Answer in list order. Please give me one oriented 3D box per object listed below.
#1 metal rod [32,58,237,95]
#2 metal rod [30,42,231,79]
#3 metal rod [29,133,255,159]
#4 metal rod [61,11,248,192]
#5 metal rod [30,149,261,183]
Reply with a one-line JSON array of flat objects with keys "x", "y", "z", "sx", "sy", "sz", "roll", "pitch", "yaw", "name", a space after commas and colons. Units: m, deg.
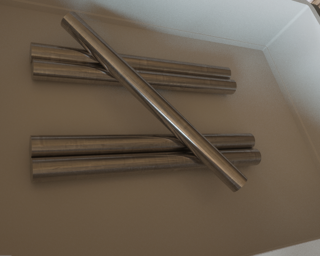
[{"x": -0.017, "y": -0.068, "z": 0.436, "sx": 0.303, "sy": 0.025, "sz": 0.025, "roll": 0, "pitch": 62, "yaw": -28, "name": "metal rod"}, {"x": -0.023, "y": -0.090, "z": 0.446, "sx": 0.303, "sy": 0.025, "sz": 0.025, "roll": 0, "pitch": 62, "yaw": -28, "name": "metal rod"}, {"x": 0.000, "y": 0.020, "z": 0.391, "sx": 0.303, "sy": 0.025, "sz": 0.025, "roll": 0, "pitch": 62, "yaw": -28, "name": "metal rod"}, {"x": -0.009, "y": -0.034, "z": 0.388, "sx": 0.300, "sy": 0.025, "sz": 0.025, "roll": 44, "pitch": 51, "yaw": 2, "name": "metal rod"}, {"x": 0.005, "y": 0.042, "z": 0.380, "sx": 0.303, "sy": 0.025, "sz": 0.025, "roll": 0, "pitch": 62, "yaw": -28, "name": "metal rod"}]
